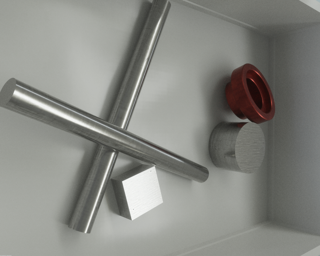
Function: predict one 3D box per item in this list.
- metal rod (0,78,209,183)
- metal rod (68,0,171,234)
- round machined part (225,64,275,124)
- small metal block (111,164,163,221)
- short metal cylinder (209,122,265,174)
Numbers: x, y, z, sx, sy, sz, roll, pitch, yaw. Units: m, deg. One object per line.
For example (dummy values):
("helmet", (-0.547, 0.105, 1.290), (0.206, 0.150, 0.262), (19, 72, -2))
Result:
("metal rod", (-0.029, 0.021, 0.352), (0.301, 0.025, 0.025), (28, 72, -47))
("metal rod", (-0.042, -0.028, 0.372), (0.025, 0.025, 0.299), (29, 72, -37))
("round machined part", (0.144, -0.052, 0.506), (0.099, 0.042, 0.098), (23, 55, -39))
("small metal block", (-0.028, 0.078, 0.385), (0.050, 0.025, 0.050), (-21, 103, -38))
("short metal cylinder", (0.124, 0.030, 0.497), (0.081, 0.050, 0.079), (-2, 93, -40))
